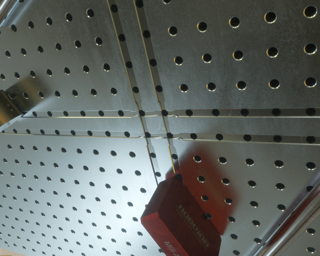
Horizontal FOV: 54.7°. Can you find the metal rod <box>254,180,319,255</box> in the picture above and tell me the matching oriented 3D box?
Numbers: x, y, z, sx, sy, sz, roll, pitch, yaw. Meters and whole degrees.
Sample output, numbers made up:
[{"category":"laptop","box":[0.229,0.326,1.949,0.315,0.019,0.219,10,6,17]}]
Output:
[{"category":"metal rod","box":[0.172,0.128,0.399,0.025,0.025,0.298,27,128,11]}]

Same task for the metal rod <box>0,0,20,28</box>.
[{"category":"metal rod","box":[-0.137,-0.205,0.354,0.299,0.025,0.025,-28,104,37]}]

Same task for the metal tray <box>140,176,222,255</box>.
[{"category":"metal tray","box":[0.035,0.144,0.436,0.030,0.090,0.130,-29,103,29]}]

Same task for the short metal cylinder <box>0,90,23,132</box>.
[{"category":"short metal cylinder","box":[-0.275,-0.019,0.506,0.080,0.080,0.050,-27,104,37]}]
